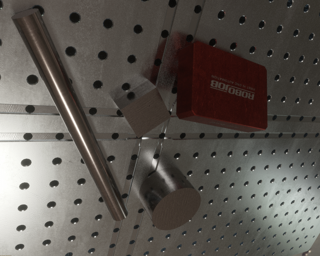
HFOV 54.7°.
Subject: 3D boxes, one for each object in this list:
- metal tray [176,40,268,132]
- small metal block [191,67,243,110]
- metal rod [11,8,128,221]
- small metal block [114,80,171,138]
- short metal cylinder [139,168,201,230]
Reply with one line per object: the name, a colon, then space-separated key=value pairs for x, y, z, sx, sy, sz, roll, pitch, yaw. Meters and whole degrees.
metal tray: x=0.083 y=-0.048 z=0.395 sx=0.131 sy=0.030 sz=0.090 roll=10 pitch=77 yaw=-33
small metal block: x=0.075 y=-0.052 z=0.419 sx=0.050 sy=0.025 sz=0.050 roll=11 pitch=120 yaw=-34
metal rod: x=-0.091 y=0.012 z=0.369 sx=0.025 sy=0.025 sz=0.298 roll=-25 pitch=128 yaw=-13
small metal block: x=-0.021 y=-0.023 z=0.387 sx=0.050 sy=0.025 sz=0.050 roll=-33 pitch=129 yaw=-7
short metal cylinder: x=0.015 y=0.108 z=0.472 sx=0.081 sy=0.050 sz=0.079 roll=-14 pitch=125 yaw=-21
